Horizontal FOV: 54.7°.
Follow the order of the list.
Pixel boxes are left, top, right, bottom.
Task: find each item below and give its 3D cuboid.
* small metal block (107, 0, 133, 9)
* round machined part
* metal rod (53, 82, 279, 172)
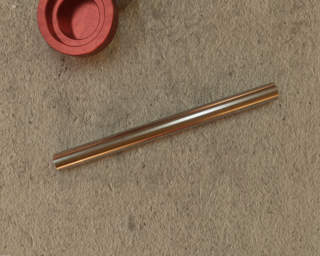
[{"bbox_3d":[-0.052,-0.187,0.394,0.025,0.050,0.050,-18,90,-33],"label":"small metal block"},{"bbox_3d":[-0.100,-0.139,0.394,0.098,0.042,0.097,1,96,9],"label":"round machined part"},{"bbox_3d":[0.008,-0.002,0.410,0.302,0.025,0.025,-18,90,-1],"label":"metal rod"}]
